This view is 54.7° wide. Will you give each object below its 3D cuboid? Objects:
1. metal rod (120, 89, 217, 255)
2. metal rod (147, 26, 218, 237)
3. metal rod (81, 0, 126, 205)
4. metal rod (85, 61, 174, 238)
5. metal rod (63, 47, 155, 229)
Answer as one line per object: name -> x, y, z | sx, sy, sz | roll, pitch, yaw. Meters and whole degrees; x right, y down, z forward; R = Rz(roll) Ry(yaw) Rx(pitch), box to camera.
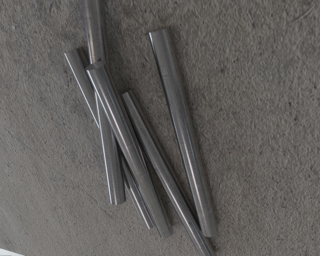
metal rod -> 0.016, 0.081, 0.448 | 0.025, 0.025, 0.299 | -14, 111, 34
metal rod -> 0.036, 0.022, 0.401 | 0.025, 0.025, 0.298 | -2, 118, 29
metal rod -> -0.071, -0.029, 0.405 | 0.025, 0.025, 0.298 | 8, 116, 24
metal rod -> -0.031, 0.049, 0.430 | 0.025, 0.025, 0.299 | 0, 126, 28
metal rod -> -0.065, 0.028, 0.458 | 0.025, 0.025, 0.299 | -7, 115, 31
